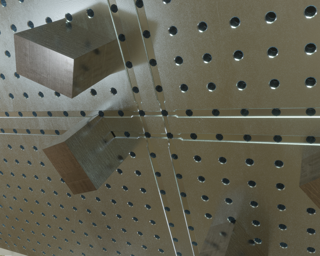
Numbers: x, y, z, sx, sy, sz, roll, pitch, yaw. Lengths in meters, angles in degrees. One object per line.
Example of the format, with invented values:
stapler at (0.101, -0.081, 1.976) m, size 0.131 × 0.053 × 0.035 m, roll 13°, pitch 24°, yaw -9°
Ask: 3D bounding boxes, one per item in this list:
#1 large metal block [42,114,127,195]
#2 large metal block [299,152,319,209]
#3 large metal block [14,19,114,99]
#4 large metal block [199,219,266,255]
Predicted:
large metal block at (-0.107, 0.038, 0.453) m, size 0.050 × 0.080 × 0.080 m, roll -18°, pitch 109°, yaw 35°
large metal block at (0.208, 0.059, 0.322) m, size 0.080 × 0.050 × 0.080 m, roll 47°, pitch 129°, yaw -5°
large metal block at (-0.115, -0.088, 0.380) m, size 0.080 × 0.080 × 0.050 m, roll 24°, pitch 127°, yaw 13°
large metal block at (0.103, 0.193, 0.440) m, size 0.050 × 0.080 × 0.080 m, roll -33°, pitch 100°, yaw 38°
